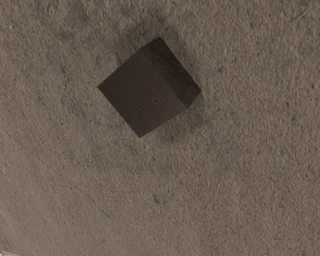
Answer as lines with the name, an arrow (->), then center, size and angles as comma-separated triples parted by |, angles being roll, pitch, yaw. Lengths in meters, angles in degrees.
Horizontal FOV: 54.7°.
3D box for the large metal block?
large metal block -> -0.012, -0.046, 0.367 | 0.080, 0.050, 0.080 | -32, 101, 38
